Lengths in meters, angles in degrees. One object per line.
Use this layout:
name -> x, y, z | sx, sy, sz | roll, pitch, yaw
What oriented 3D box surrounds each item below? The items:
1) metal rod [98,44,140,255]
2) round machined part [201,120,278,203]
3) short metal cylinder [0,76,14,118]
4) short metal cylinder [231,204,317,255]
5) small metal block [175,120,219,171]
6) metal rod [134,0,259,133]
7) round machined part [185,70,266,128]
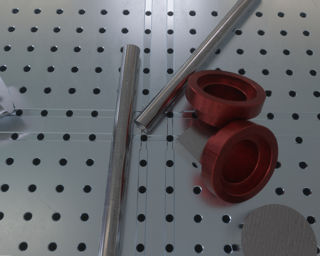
metal rod -> -0.051, 0.025, 0.401 | 0.025, 0.025, 0.299 | 4, 70, 1
round machined part -> 0.090, 0.037, 0.371 | 0.098, 0.098, 0.042 | -37, 31, -12
short metal cylinder -> -0.234, -0.045, 0.397 | 0.050, 0.080, 0.080 | -25, 72, -9
short metal cylinder -> 0.126, 0.130, 0.352 | 0.081, 0.050, 0.080 | 0, 70, 0
small metal block -> 0.056, 0.020, 0.405 | 0.050, 0.025, 0.050 | -41, 75, -13
metal rod -> 0.067, -0.113, 0.453 | 0.025, 0.025, 0.300 | 36, 74, 12
round machined part -> 0.081, -0.035, 0.400 | 0.099, 0.042, 0.098 | 6, 34, -4
